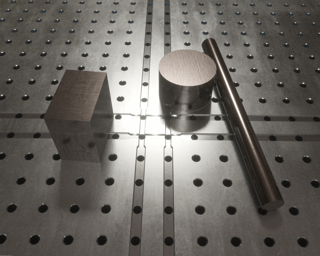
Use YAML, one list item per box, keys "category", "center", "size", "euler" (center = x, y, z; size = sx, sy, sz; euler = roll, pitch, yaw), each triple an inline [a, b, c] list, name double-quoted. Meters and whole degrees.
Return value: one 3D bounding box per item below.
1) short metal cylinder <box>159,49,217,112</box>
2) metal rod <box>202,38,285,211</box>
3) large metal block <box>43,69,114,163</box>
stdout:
- category: "short metal cylinder"
  center: [0.038, -0.070, 0.451]
  size: [0.081, 0.050, 0.080]
  euler: [0, 50, 0]
- category: "metal rod"
  center: [0.103, -0.029, 0.433]
  size: [0.025, 0.025, 0.300]
  euler: [-6, 50, -5]
- category: "large metal block"
  center: [-0.094, -0.014, 0.382]
  size: [0.050, 0.080, 0.080]
  euler: [5, 50, 4]
